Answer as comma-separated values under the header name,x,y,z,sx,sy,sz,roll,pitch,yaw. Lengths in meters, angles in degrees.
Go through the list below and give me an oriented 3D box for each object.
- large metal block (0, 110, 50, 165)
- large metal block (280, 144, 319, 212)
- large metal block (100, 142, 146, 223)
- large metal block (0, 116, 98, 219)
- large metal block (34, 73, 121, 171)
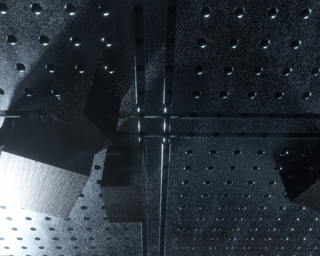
name,x,y,z,sx,sy,sz,roll,pitch,yaw
large metal block,-0.167,0.030,0.403,0.080,0.050,0.080,-16,132,38
large metal block,0.248,0.081,0.468,0.080,0.050,0.080,22,127,-18
large metal block,-0.048,0.077,0.441,0.050,0.080,0.079,-2,130,1
large metal block,-0.121,0.044,0.326,0.080,0.050,0.079,21,127,-17
large metal block,-0.097,-0.007,0.368,0.080,0.080,0.050,-27,125,21
